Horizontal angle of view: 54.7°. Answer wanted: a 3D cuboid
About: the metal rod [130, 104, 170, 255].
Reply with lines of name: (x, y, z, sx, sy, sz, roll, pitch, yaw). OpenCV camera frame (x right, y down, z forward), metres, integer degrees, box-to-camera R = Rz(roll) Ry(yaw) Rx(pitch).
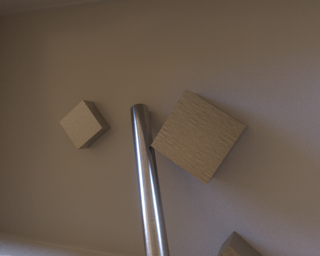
metal rod: (-0.008, 0.097, 0.337, 0.025, 0.025, 0.299, -22, 54, 18)

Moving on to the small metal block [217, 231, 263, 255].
small metal block: (0.097, 0.155, 0.363, 0.050, 0.050, 0.025, 39, 102, 15)

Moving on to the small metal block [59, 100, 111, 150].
small metal block: (-0.108, -0.004, 0.447, 0.050, 0.025, 0.050, -39, 78, 15)

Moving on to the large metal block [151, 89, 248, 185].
large metal block: (0.050, 0.010, 0.379, 0.080, 0.050, 0.080, 35, 101, 16)
